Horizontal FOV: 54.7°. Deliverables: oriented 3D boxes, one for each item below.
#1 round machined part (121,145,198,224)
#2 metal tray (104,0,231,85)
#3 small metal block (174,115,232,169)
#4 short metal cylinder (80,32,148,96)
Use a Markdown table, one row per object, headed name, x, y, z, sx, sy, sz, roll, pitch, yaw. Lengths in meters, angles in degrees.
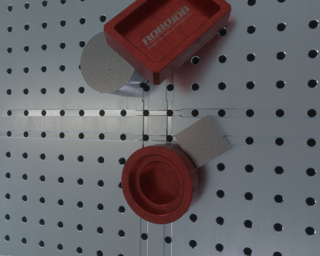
| name | x | y | z | sx | sy | sz | roll | pitch | yaw |
| --- | --- | --- | --- | --- | --- | --- | --- | --- | --- |
| round machined part | 0.003 | 0.069 | 0.398 | 0.098 | 0.042 | 0.097 | 2 | 94 | 26 |
| metal tray | 0.010 | -0.125 | 0.375 | 0.090 | 0.030 | 0.130 | 43 | 75 | 14 |
| small metal block | 0.055 | 0.018 | 0.393 | 0.050 | 0.025 | 0.050 | -33 | 80 | 17 |
| short metal cylinder | -0.059 | -0.085 | 0.420 | 0.080 | 0.050 | 0.079 | 0 | 90 | 20 |
